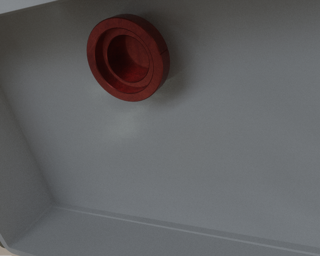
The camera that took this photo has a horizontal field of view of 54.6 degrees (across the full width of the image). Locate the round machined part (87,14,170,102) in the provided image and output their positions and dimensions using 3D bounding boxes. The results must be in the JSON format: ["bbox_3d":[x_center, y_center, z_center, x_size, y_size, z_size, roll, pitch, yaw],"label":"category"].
[{"bbox_3d":[-0.033,-0.084,0.364,0.098,0.042,0.097,13,124,21],"label":"round machined part"}]
